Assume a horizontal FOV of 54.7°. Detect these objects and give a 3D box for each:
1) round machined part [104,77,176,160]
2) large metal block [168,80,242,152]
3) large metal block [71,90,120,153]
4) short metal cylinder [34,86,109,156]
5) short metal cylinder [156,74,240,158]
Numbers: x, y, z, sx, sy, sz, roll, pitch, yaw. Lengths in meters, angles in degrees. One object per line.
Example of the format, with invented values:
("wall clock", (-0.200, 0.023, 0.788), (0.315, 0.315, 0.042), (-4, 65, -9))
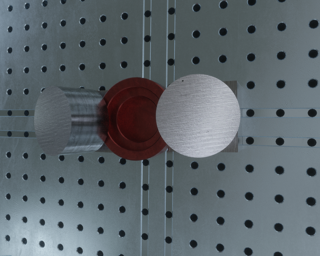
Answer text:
("round machined part", (-0.023, -0.011, 0.380), (0.098, 0.042, 0.097), (0, 90, 20))
("large metal block", (0.057, -0.012, 0.379), (0.080, 0.050, 0.080), (-1, 90, 20))
("large metal block", (-0.085, -0.009, 0.429), (0.080, 0.050, 0.080), (1, 90, 20))
("short metal cylinder", (-0.106, -0.008, 0.370), (0.080, 0.050, 0.079), (1, 92, 41))
("short metal cylinder", (0.036, -0.012, 0.319), (0.081, 0.050, 0.080), (0, 90, 0))
